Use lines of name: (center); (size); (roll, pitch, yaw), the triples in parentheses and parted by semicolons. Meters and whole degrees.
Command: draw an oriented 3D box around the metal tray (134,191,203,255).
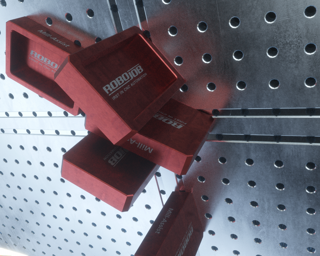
metal tray: (0.019, 0.163, 0.433); (0.030, 0.131, 0.089); (-3, 117, 29)

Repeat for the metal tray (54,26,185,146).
metal tray: (-0.034, -0.051, 0.328); (0.090, 0.131, 0.030); (48, 129, -6)

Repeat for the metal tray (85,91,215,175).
metal tray: (-0.010, -0.006, 0.369); (0.130, 0.090, 0.030); (25, 127, 12)

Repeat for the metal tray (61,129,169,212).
metal tray: (-0.046, 0.032, 0.386); (0.090, 0.131, 0.030); (28, 128, 10)

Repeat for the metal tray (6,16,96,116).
metal tray: (-0.153, -0.085, 0.433); (0.130, 0.030, 0.089); (30, 128, 8)
